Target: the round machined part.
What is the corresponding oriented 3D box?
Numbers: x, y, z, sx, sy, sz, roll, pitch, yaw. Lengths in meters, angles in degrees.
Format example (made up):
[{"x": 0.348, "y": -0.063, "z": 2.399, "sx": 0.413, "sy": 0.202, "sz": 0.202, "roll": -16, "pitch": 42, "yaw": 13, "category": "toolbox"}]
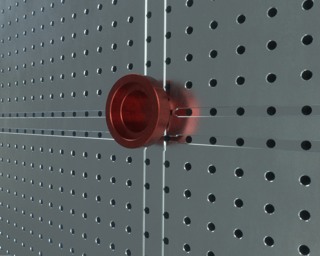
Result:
[{"x": -0.025, "y": -0.022, "z": 0.417, "sx": 0.098, "sy": 0.042, "sz": 0.097, "roll": 0, "pitch": 90, "yaw": 39, "category": "round machined part"}]
